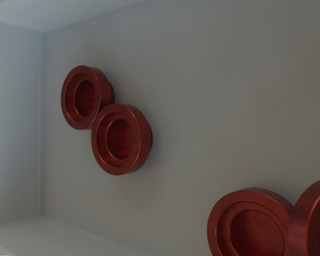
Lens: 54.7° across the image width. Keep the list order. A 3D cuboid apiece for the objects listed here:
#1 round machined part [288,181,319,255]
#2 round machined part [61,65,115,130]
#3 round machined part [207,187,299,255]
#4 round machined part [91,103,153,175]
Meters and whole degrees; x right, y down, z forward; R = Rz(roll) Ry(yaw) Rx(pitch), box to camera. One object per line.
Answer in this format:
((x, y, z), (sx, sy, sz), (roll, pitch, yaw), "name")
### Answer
((0.146, 0.088, 0.251), (0.042, 0.099, 0.097), (151, 112, -74), "round machined part")
((-0.108, -0.046, 0.482), (0.098, 0.042, 0.097), (0, 90, 39), "round machined part")
((0.100, 0.108, 0.312), (0.098, 0.042, 0.097), (0, 90, 39), "round machined part")
((-0.049, 0.015, 0.434), (0.098, 0.042, 0.097), (0, 90, 39), "round machined part")
